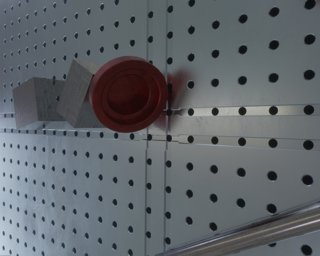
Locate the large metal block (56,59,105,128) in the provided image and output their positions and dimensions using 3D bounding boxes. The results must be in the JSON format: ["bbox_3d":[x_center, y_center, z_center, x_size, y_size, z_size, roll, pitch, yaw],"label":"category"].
[{"bbox_3d":[-0.091,-0.047,0.449,0.050,0.081,0.079,38,113,33],"label":"large metal block"}]

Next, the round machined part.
[{"bbox_3d":[-0.043,-0.046,0.403,0.042,0.099,0.097,50,122,55],"label":"round machined part"}]

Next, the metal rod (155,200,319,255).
[{"bbox_3d":[0.103,0.111,0.324,0.299,0.025,0.025,-34,69,35],"label":"metal rod"}]

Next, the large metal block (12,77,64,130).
[{"bbox_3d":[-0.231,-0.043,0.584,0.080,0.050,0.080,-15,81,39],"label":"large metal block"}]
